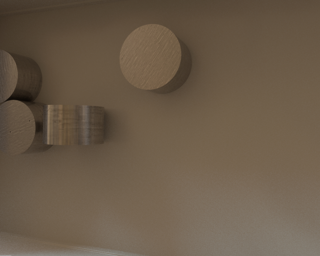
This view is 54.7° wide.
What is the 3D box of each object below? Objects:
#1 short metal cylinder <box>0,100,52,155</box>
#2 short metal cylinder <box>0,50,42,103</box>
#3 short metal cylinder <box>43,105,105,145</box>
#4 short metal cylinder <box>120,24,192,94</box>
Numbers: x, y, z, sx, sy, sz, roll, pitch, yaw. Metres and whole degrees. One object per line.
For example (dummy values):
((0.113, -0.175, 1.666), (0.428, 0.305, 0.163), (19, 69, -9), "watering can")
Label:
((-0.203, -0.001, 0.469), (0.080, 0.050, 0.080), (0, 90, 20), "short metal cylinder")
((-0.232, -0.076, 0.479), (0.080, 0.050, 0.080), (0, 90, 20), "short metal cylinder")
((-0.117, -0.004, 0.423), (0.080, 0.080, 0.050), (1, 91, 20), "short metal cylinder")
((-0.004, -0.086, 0.399), (0.080, 0.050, 0.080), (0, 90, 20), "short metal cylinder")
